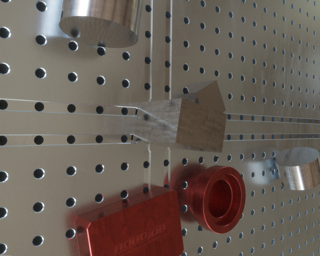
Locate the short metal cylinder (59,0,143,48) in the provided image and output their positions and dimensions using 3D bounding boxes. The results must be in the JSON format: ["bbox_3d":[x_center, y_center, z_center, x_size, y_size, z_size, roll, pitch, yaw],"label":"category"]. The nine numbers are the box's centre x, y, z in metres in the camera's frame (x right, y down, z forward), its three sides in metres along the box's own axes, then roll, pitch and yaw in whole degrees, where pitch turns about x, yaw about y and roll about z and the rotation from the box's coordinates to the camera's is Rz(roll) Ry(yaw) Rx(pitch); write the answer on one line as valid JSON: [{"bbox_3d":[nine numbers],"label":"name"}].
[{"bbox_3d":[-0.060,-0.122,0.323,0.081,0.080,0.050,11,83,-40],"label":"short metal cylinder"}]

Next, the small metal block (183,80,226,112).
[{"bbox_3d":[0.068,-0.039,0.466,0.050,0.025,0.050,-33,111,-35],"label":"small metal block"}]

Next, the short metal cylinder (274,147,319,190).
[{"bbox_3d":[0.267,0.077,0.597,0.081,0.080,0.050,-30,109,-36],"label":"short metal cylinder"}]

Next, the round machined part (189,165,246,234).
[{"bbox_3d":[0.083,0.105,0.467,0.099,0.042,0.097,0,90,-40],"label":"round machined part"}]

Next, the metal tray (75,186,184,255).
[{"bbox_3d":[-0.031,0.134,0.380,0.131,0.030,0.089,-12,98,-39],"label":"metal tray"}]

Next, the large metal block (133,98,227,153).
[{"bbox_3d":[0.025,-0.001,0.394,0.081,0.080,0.050,14,81,-39],"label":"large metal block"}]
